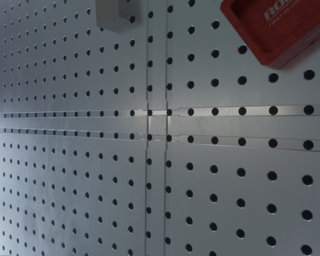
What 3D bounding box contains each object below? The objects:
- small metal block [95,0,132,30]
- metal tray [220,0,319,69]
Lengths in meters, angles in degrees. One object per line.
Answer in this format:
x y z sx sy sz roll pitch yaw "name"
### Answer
-0.071 -0.182 0.468 0.050 0.025 0.050 -6 86 39 "small metal block"
0.132 -0.131 0.296 0.129 0.030 0.090 -42 65 32 "metal tray"
